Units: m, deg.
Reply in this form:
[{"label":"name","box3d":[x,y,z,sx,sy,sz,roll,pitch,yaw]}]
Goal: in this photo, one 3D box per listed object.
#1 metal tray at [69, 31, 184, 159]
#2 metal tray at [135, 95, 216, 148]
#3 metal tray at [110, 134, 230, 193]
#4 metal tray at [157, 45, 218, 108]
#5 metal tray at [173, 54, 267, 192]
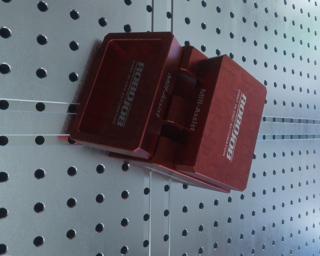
[{"label":"metal tray","box3d":[-0.035,-0.039,0.333,0.030,0.090,0.130,38,65,-58]},{"label":"metal tray","box3d":[0.031,0.001,0.390,0.131,0.090,0.030,25,73,-38]},{"label":"metal tray","box3d":[0.018,0.044,0.380,0.131,0.090,0.030,27,74,-37]},{"label":"metal tray","box3d":[0.047,-0.055,0.404,0.131,0.090,0.030,26,74,-37]},{"label":"metal tray","box3d":[0.072,-0.003,0.347,0.090,0.030,0.130,26,74,-37]}]
